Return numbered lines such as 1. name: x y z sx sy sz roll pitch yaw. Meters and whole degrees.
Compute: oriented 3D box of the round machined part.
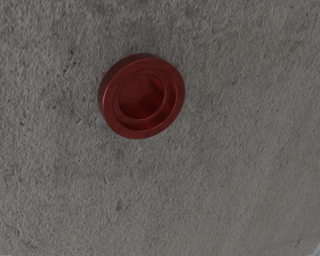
1. round machined part: -0.024 -0.039 0.358 0.099 0.042 0.097 -14 124 -21
